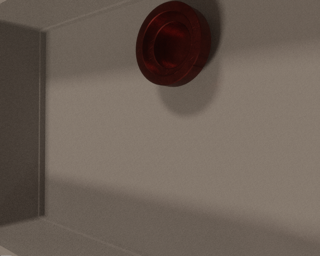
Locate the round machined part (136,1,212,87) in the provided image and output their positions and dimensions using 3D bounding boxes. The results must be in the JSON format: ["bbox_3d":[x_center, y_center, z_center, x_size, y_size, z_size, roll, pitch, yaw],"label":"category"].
[{"bbox_3d":[0.020,-0.099,0.377,0.098,0.042,0.097,0,90,39],"label":"round machined part"}]
